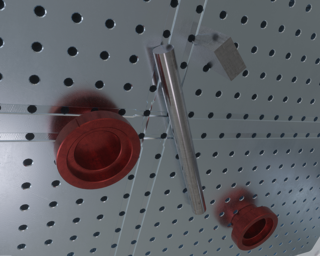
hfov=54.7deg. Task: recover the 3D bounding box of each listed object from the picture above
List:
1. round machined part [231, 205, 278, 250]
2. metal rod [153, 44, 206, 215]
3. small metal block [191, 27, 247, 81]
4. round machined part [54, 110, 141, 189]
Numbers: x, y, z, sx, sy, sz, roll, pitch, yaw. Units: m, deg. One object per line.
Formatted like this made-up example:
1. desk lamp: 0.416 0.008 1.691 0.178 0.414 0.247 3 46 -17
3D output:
1. round machined part: 0.183 0.194 0.621 0.099 0.042 0.097 -14 124 -21
2. metal rod: 0.036 0.024 0.445 0.025 0.025 0.298 -25 128 -13
3. small metal block: 0.072 -0.091 0.378 0.025 0.050 0.050 -43 130 1
4. round machined part: -0.077 0.022 0.372 0.099 0.042 0.097 -14 124 -21
